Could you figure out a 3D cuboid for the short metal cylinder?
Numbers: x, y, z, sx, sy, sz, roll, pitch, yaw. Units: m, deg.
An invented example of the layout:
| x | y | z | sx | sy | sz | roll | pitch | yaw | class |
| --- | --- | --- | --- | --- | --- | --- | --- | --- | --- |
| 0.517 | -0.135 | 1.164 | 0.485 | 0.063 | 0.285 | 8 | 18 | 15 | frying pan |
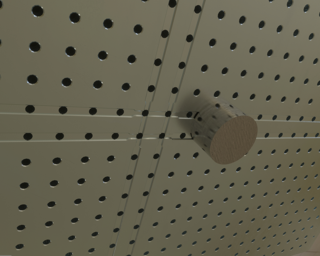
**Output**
| x | y | z | sx | sy | sz | roll | pitch | yaw | class |
| --- | --- | --- | --- | --- | --- | --- | --- | --- | --- |
| 0.094 | 0.006 | 0.452 | 0.081 | 0.050 | 0.079 | -14 | 125 | -21 | short metal cylinder |
